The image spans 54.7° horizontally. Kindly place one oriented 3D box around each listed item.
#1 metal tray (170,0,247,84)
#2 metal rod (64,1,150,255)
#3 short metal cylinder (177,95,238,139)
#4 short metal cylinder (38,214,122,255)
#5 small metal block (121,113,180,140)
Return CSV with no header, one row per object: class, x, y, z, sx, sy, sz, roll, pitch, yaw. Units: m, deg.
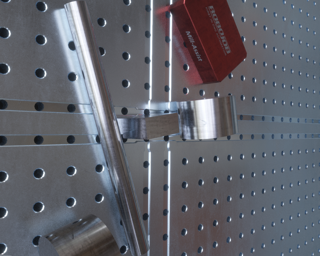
metal tray,0.078,-0.144,0.471,0.090,0.030,0.130,-43,116,-31
metal rod,-0.058,0.010,0.360,0.025,0.025,0.298,-21,104,-38
short metal cylinder,0.065,-0.016,0.428,0.081,0.080,0.050,-12,98,-39
short metal cylinder,-0.079,0.134,0.308,0.050,0.080,0.079,-19,102,-39
small metal block,-0.012,-0.003,0.383,0.050,0.050,0.025,-11,97,-40
